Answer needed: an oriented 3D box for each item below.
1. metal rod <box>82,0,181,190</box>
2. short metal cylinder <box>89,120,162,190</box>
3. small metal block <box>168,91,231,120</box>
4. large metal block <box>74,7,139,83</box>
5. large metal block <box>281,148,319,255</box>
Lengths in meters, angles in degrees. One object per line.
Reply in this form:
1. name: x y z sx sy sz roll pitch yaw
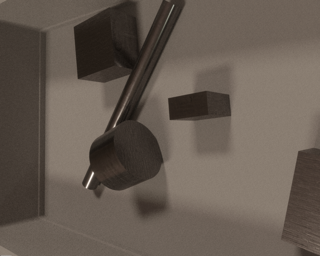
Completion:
1. metal rod: -0.049 -0.033 0.444 0.025 0.025 0.298 41 114 32
2. short metal cylinder: -0.044 0.036 0.405 0.050 0.081 0.080 -29 72 36
3. small metal block: 0.045 -0.024 0.352 0.050 0.050 0.025 -7 86 39
4. large metal block: -0.078 -0.116 0.452 0.080 0.050 0.080 -9 84 39
5. large metal block: 0.158 0.066 0.260 0.080 0.050 0.079 13 99 39
